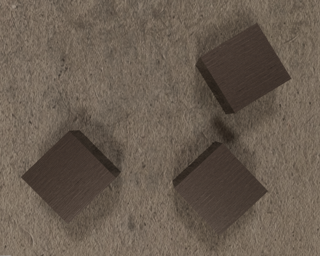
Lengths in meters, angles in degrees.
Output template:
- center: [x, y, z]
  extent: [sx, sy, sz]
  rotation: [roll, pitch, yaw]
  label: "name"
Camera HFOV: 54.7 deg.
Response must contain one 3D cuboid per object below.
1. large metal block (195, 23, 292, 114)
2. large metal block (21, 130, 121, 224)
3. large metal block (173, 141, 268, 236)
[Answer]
- center: [0.104, -0.073, 0.399]
  extent: [0.080, 0.050, 0.080]
  rotation: [-32, 90, 0]
  label: "large metal block"
- center: [-0.110, 0.059, 0.396]
  extent: [0.080, 0.050, 0.080]
  rotation: [-44, 91, 0]
  label: "large metal block"
- center: [0.074, 0.074, 0.399]
  extent: [0.080, 0.050, 0.080]
  rotation: [-43, 91, 0]
  label: "large metal block"
